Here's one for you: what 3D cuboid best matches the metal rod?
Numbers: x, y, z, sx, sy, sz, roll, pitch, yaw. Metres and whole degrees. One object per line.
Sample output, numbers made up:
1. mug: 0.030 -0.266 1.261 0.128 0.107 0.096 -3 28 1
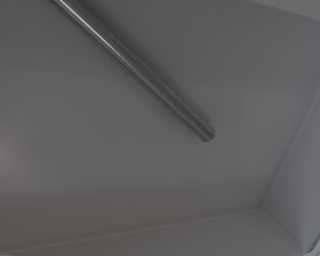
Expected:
1. metal rod: -0.021 -0.064 0.356 0.025 0.025 0.301 -47 129 5
